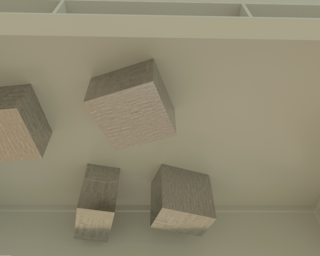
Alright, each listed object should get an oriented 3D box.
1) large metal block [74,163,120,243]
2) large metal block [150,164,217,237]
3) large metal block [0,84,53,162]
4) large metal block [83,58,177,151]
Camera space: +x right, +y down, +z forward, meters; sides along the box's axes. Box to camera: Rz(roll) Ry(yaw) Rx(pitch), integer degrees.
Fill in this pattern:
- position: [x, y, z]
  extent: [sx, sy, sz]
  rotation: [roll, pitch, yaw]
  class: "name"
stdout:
- position: [-0.095, 0.113, 0.468]
  extent: [0.050, 0.080, 0.079]
  rotation: [10, 129, -9]
  class: "large metal block"
- position: [0.032, 0.108, 0.466]
  extent: [0.081, 0.080, 0.050]
  rotation: [15, 128, -13]
  class: "large metal block"
- position: [-0.193, -0.005, 0.386]
  extent: [0.080, 0.050, 0.080]
  rotation: [-5, 130, 3]
  class: "large metal block"
- position: [-0.032, -0.026, 0.370]
  extent: [0.080, 0.050, 0.080]
  rotation: [-15, 129, 12]
  class: "large metal block"
